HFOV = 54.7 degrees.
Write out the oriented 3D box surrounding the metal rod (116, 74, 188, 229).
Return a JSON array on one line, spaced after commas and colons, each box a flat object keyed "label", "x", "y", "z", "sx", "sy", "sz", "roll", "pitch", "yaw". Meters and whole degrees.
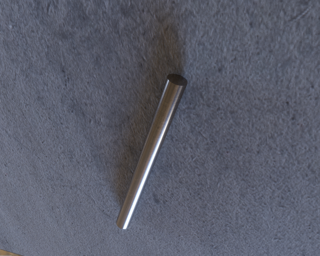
[{"label": "metal rod", "x": -0.022, "y": 0.054, "z": 0.450, "sx": 0.025, "sy": 0.025, "sz": 0.298, "roll": 28, "pitch": 128, "yaw": 10}]
